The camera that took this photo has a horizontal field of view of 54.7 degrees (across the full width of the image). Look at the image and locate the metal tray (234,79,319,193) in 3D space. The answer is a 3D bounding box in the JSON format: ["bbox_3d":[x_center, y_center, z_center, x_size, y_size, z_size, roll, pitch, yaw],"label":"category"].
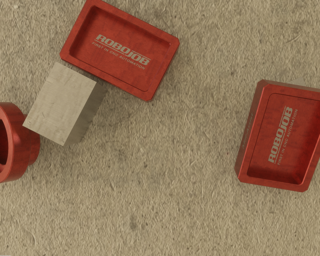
[{"bbox_3d":[0.154,0.011,0.387,0.091,0.030,0.129,10,110,0],"label":"metal tray"}]

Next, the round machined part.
[{"bbox_3d":[-0.186,0.017,0.384,0.098,0.042,0.097,3,95,37],"label":"round machined part"}]

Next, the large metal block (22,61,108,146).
[{"bbox_3d":[-0.111,-0.027,0.381,0.050,0.080,0.080,27,90,-1],"label":"large metal block"}]

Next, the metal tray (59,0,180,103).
[{"bbox_3d":[-0.051,-0.101,0.406,0.131,0.030,0.090,26,90,0],"label":"metal tray"}]

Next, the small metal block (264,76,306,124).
[{"bbox_3d":[0.170,-0.034,0.411,0.050,0.025,0.050,-23,90,0],"label":"small metal block"}]
